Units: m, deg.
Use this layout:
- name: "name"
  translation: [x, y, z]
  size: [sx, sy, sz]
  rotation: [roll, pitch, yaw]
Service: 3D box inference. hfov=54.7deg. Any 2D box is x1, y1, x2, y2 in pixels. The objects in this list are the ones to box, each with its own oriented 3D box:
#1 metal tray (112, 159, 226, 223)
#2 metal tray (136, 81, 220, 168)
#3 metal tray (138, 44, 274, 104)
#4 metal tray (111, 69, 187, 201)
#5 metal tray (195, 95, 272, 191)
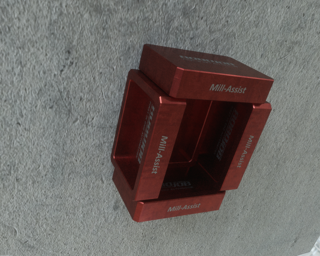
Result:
- name: "metal tray"
  translation: [0.012, 0.078, 0.422]
  size: [0.131, 0.090, 0.030]
  rotation: [1, 118, -29]
- name: "metal tray"
  translation: [0.021, -0.007, 0.413]
  size: [0.091, 0.030, 0.129]
  rotation: [1, 118, -29]
- name: "metal tray"
  translation: [0.052, -0.062, 0.357]
  size: [0.131, 0.090, 0.030]
  rotation: [1, 118, -29]
- name: "metal tray"
  translation: [-0.019, 0.007, 0.361]
  size: [0.030, 0.090, 0.129]
  rotation: [1, 118, -29]
- name: "metal tray"
  translation: [0.087, 0.008, 0.420]
  size: [0.030, 0.090, 0.129]
  rotation: [1, 118, -29]
